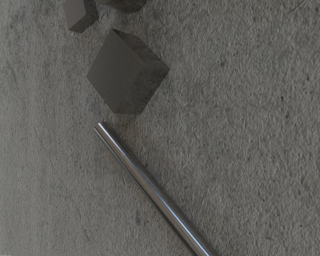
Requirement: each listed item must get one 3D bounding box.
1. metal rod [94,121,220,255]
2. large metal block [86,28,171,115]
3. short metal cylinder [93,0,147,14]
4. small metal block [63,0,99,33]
[{"bbox_3d":[0.000,0.093,0.402,0.300,0.025,0.025,46,117,30],"label":"metal rod"},{"bbox_3d":[-0.046,-0.075,0.424,0.080,0.050,0.080,50,119,28],"label":"large metal block"},{"bbox_3d":[-0.056,-0.207,0.432,0.080,0.050,0.079,0,90,39],"label":"short metal cylinder"},{"bbox_3d":[-0.131,-0.193,0.510,0.050,0.025,0.050,-22,76,37],"label":"small metal block"}]
